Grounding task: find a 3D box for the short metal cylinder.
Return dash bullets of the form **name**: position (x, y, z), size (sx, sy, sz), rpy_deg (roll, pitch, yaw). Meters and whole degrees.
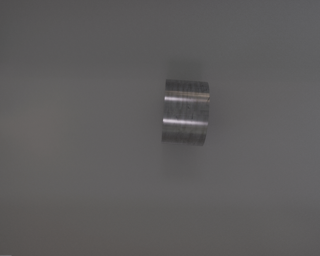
- **short metal cylinder**: position (0.030, -0.019, 0.384), size (0.050, 0.080, 0.080), rpy_deg (4, 90, 0)
